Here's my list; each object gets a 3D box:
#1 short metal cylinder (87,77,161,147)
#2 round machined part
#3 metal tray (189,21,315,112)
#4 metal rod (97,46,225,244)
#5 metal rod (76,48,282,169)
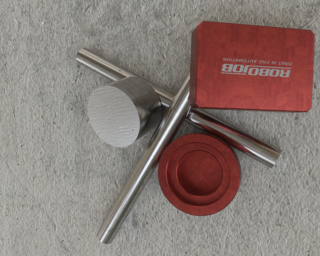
[{"bbox_3d":[-0.046,-0.022,0.399,0.080,0.050,0.079,13,116,27],"label":"short metal cylinder"},{"bbox_3d":[0.051,0.055,0.383,0.098,0.042,0.097,0,90,20],"label":"round machined part"},{"bbox_3d":[0.101,-0.064,0.342,0.131,0.030,0.089,2,91,-8],"label":"metal tray"},{"bbox_3d":[-0.007,0.030,0.394,0.025,0.025,0.298,35,108,16],"label":"metal rod"},{"bbox_3d":[0.012,-0.034,0.407,0.300,0.025,0.025,30,100,17],"label":"metal rod"}]
